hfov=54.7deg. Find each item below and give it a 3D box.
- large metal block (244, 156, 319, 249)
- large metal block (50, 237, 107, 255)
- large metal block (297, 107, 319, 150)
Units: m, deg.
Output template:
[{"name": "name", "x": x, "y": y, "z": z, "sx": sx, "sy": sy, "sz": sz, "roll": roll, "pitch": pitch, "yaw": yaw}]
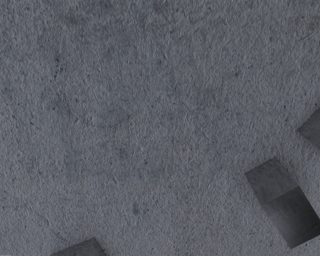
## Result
[{"name": "large metal block", "x": 0.166, "y": 0.098, "z": 0.418, "sx": 0.050, "sy": 0.080, "sz": 0.080, "roll": -33, "pitch": 107, "yaw": 11}, {"name": "large metal block", "x": -0.122, "y": 0.229, "z": 0.480, "sx": 0.080, "sy": 0.050, "sz": 0.080, "roll": -24, "pitch": 109, "yaw": 8}, {"name": "large metal block", "x": 0.244, "y": 0.005, "z": 0.400, "sx": 0.080, "sy": 0.050, "sz": 0.080, "roll": 35, "pitch": 106, "yaw": -12}]
